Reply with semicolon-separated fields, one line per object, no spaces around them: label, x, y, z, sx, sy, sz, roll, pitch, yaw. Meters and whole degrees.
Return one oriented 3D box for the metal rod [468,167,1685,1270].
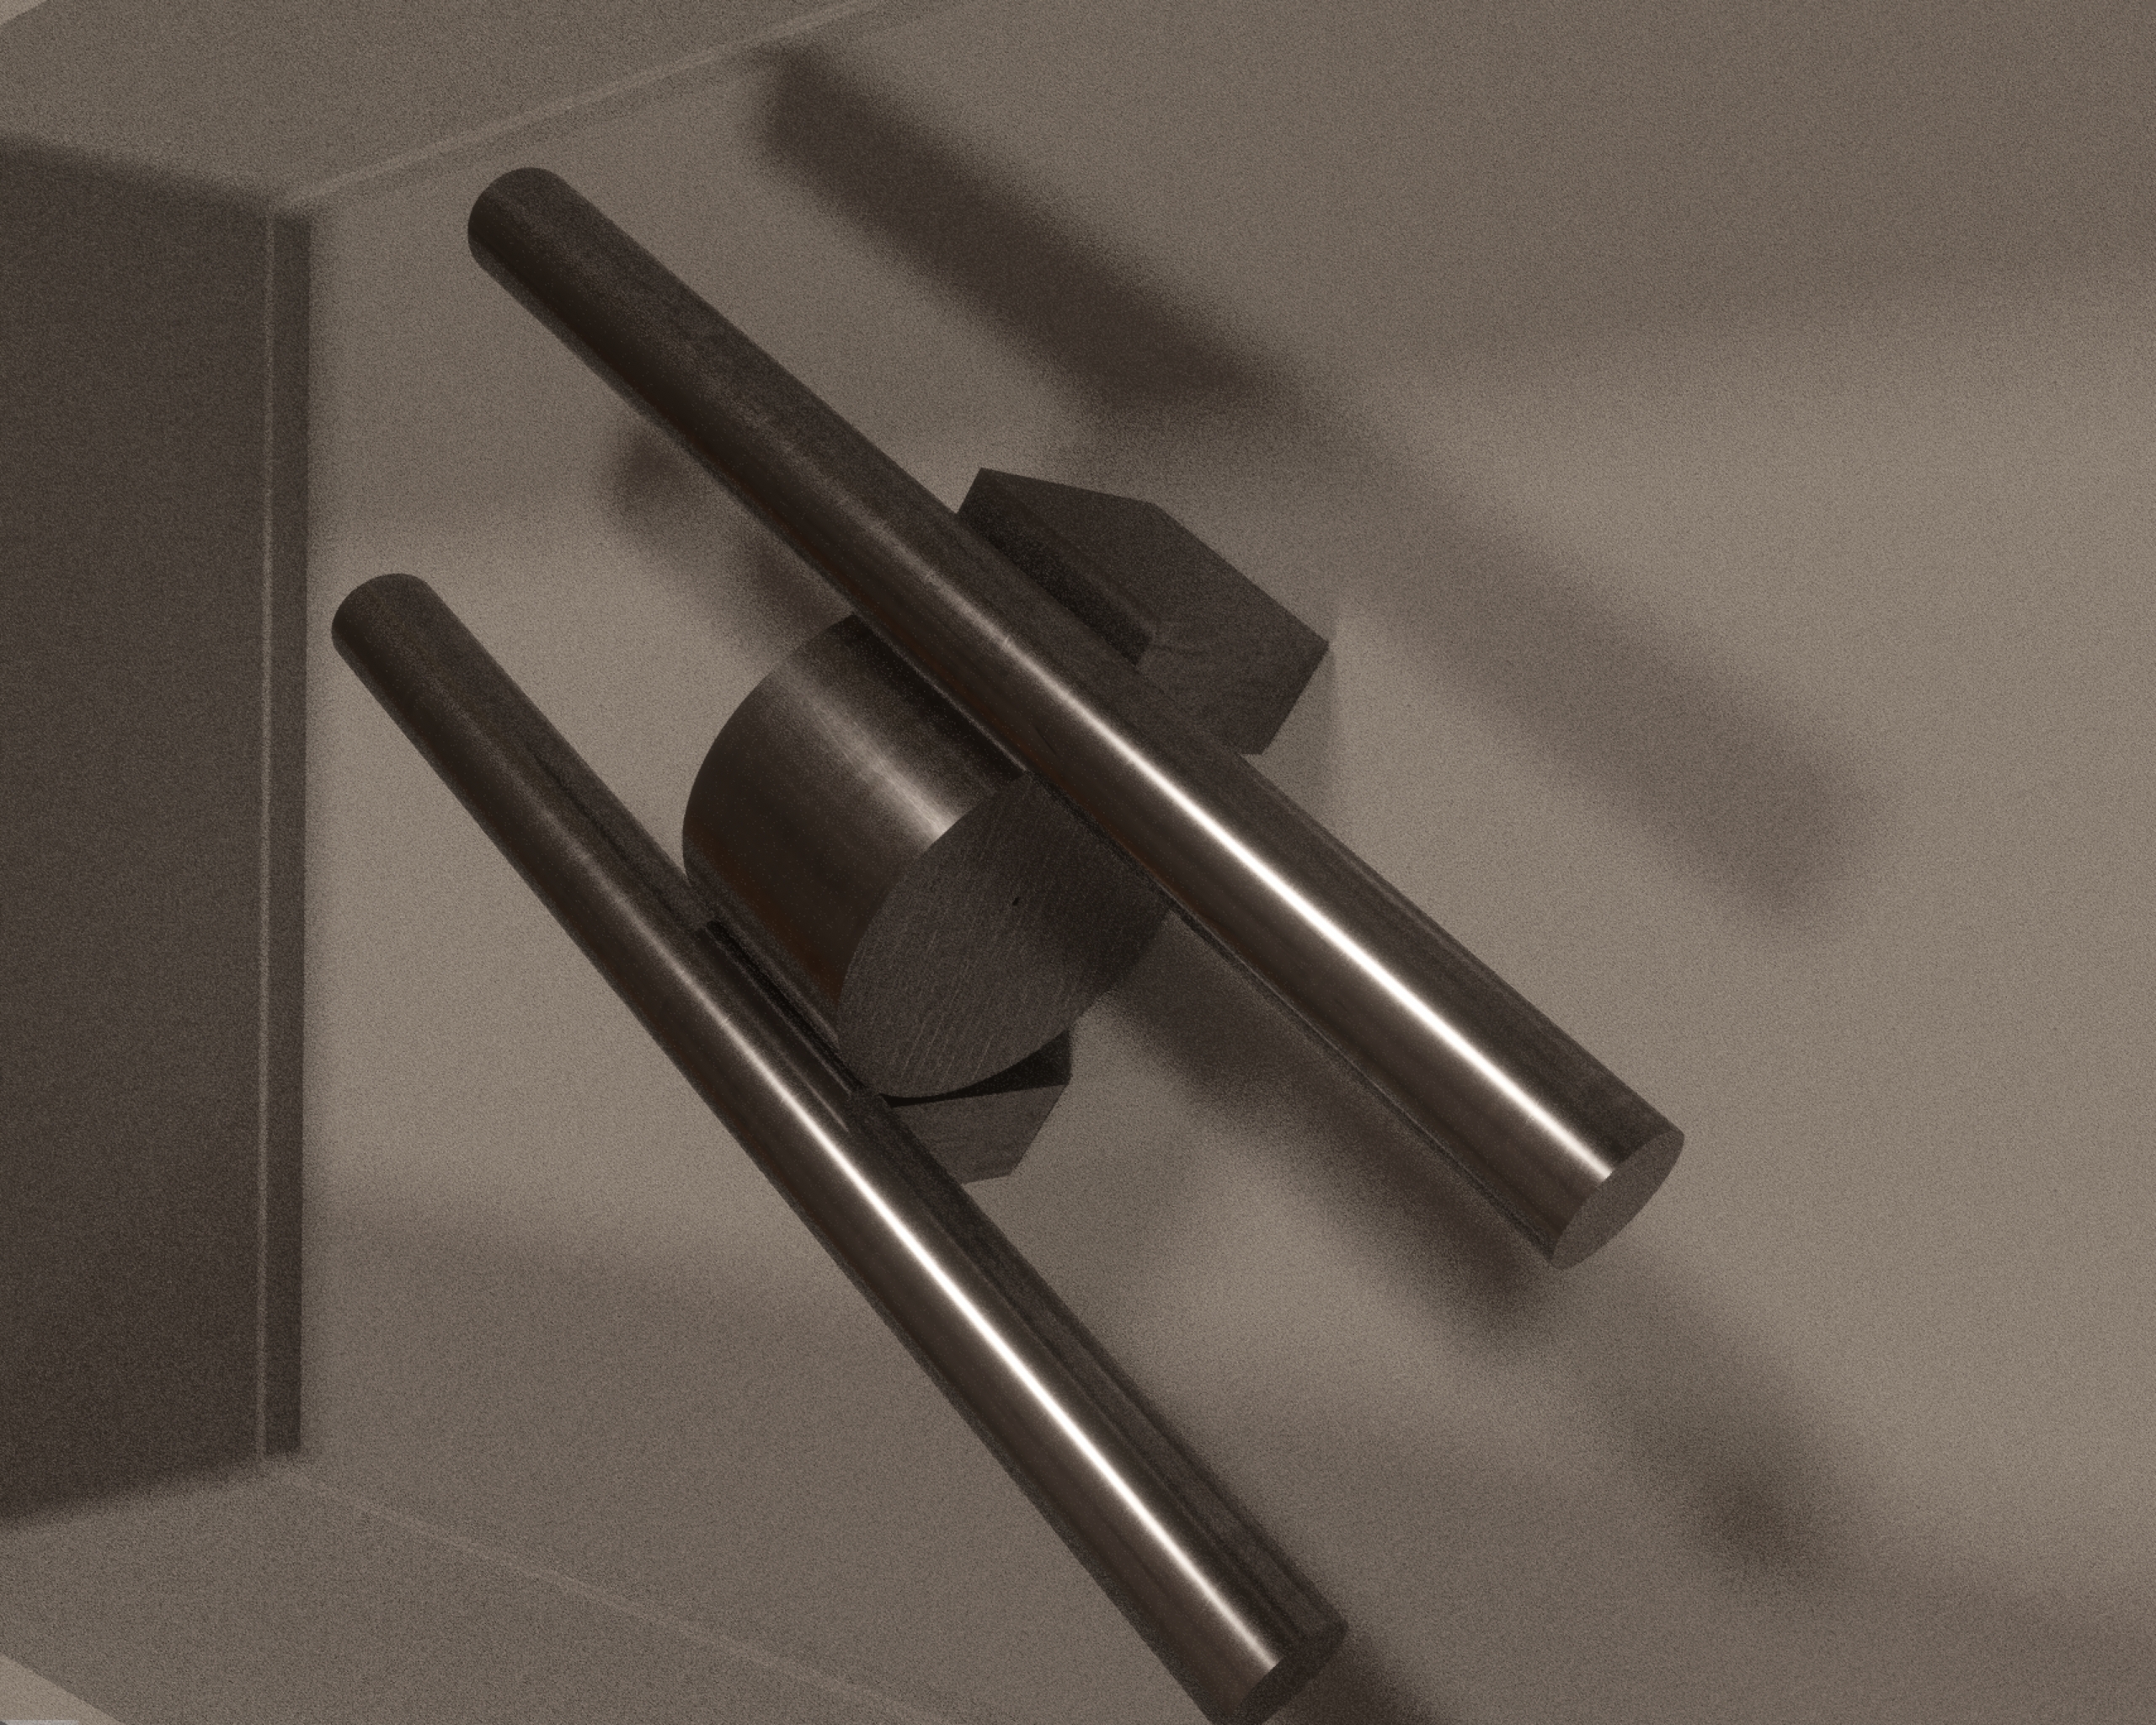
metal rod;-0.021;-0.043;0.356;0.300;0.025;0.025;43;116;31

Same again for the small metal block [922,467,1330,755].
small metal block;0.009;-0.045;0.379;0.050;0.050;0.025;44;117;30

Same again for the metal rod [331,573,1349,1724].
metal rod;-0.062;0.034;0.390;0.300;0.025;0.025;43;116;31

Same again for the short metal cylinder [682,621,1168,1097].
short metal cylinder;-0.025;-0.003;0.388;0.050;0.081;0.080;44;116;31

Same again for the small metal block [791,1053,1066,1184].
small metal block;-0.040;0.040;0.419;0.050;0.050;0.025;44;117;30
